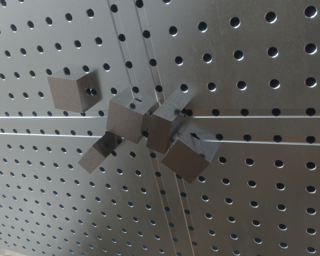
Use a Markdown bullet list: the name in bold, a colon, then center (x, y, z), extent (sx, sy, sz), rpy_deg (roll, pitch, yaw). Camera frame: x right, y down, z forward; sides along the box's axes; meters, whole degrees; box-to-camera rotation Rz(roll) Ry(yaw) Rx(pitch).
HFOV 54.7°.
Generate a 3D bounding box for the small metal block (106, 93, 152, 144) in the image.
- **small metal block**: center (-0.043, -0.013, 0.424), extent (0.050, 0.025, 0.050), rpy_deg (24, 127, 13)

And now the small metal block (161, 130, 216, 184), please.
- **small metal block**: center (0.037, 0.039, 0.415), extent (0.050, 0.025, 0.050), rpy_deg (37, 129, 3)

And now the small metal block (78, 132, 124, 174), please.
- **small metal block**: center (-0.088, 0.035, 0.461), extent (0.025, 0.050, 0.050), rpy_deg (44, 129, -3)

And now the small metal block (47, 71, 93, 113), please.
- **small metal block**: center (-0.128, -0.052, 0.444), extent (0.050, 0.025, 0.050), rpy_deg (10, 123, 22)

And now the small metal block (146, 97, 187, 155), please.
- **small metal block**: center (0.009, -0.004, 0.387), extent (0.025, 0.050, 0.050), rpy_deg (23, 127, 14)
